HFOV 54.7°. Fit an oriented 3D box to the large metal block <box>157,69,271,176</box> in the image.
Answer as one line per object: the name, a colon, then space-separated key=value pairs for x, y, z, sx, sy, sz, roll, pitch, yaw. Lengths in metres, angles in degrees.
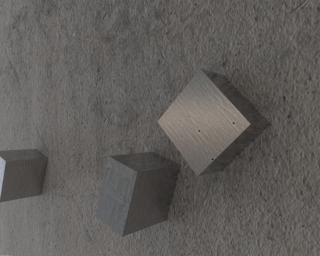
large metal block: x=0.057 y=-0.006 z=0.342 sx=0.080 sy=0.050 sz=0.080 roll=-51 pitch=60 yaw=28

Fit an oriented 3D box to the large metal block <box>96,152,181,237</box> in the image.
large metal block: x=-0.026 y=0.078 z=0.391 sx=0.050 sy=0.081 sz=0.079 roll=22 pitch=104 yaw=38

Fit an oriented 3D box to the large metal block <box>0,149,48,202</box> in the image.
large metal block: x=-0.270 y=0.088 z=0.593 sx=0.050 sy=0.081 sz=0.079 roll=23 pitch=105 yaw=38
